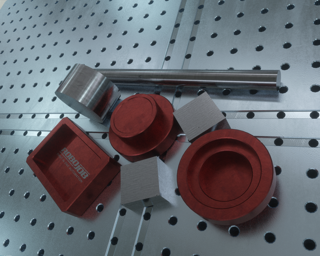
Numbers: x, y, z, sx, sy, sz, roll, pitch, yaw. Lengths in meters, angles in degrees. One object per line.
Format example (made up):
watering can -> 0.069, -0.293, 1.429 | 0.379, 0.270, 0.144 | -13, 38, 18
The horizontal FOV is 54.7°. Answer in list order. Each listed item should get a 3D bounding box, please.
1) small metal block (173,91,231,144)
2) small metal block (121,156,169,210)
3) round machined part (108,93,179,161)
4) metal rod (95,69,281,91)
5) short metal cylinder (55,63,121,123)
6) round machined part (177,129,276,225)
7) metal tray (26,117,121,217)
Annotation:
small metal block -> 0.051, -0.010, 0.388 | 0.050, 0.025, 0.050 | -33, 51, 6
small metal block -> -0.020, 0.068, 0.377 | 0.050, 0.025, 0.050 | -18, 55, 18
round machined part -> -0.027, -0.007, 0.415 | 0.098, 0.042, 0.098 | -14, 53, 19
metal rod -> 0.013, -0.072, 0.445 | 0.300, 0.025, 0.025 | 7, 65, 31
short metal cylinder -> -0.106, -0.050, 0.460 | 0.080, 0.080, 0.050 | 19, 72, 35
round machined part -> 0.071, 0.053, 0.327 | 0.098, 0.042, 0.098 | -13, 56, 21
metal tray -> -0.126, 0.050, 0.440 | 0.090, 0.030, 0.130 | -50, 51, -7
